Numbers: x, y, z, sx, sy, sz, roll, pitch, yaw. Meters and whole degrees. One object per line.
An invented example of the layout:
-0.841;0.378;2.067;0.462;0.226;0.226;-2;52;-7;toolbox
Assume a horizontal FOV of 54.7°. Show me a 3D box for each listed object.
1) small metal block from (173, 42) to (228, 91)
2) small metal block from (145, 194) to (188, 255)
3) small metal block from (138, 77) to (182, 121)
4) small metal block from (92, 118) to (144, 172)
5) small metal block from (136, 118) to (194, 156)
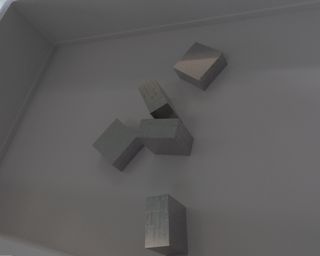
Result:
0.056;-0.086;0.429;0.050;0.025;0.050;-49;52;-7;small metal block
0.007;0.102;0.323;0.025;0.050;0.050;-14;56;21;small metal block
0.001;-0.030;0.408;0.025;0.050;0.050;-32;52;8;small metal block
-0.056;0.022;0.421;0.050;0.025;0.050;-48;51;-6;small metal block
0.007;0.012;0.379;0.050;0.050;0.025;0;62;28;small metal block
